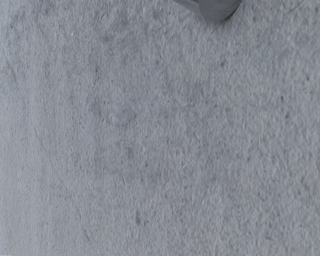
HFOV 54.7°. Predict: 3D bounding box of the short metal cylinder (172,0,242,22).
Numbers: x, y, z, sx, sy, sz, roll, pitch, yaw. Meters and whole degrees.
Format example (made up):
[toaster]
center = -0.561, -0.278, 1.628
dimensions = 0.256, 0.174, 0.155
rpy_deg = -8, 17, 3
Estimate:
[short metal cylinder]
center = 0.052, -0.160, 0.325
dimensions = 0.050, 0.081, 0.080
rpy_deg = 43, 116, 31
